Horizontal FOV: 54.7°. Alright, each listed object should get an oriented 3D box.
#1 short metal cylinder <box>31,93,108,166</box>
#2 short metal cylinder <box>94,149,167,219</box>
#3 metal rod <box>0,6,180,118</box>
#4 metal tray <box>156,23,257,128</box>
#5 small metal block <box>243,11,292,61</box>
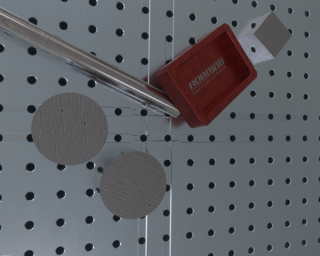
[{"bbox_3d":[-0.105,0.001,0.361,0.081,0.050,0.079,0,90,-20],"label":"short metal cylinder"},{"bbox_3d":[-0.038,0.067,0.386,0.081,0.050,0.079,0,90,-20],"label":"short metal cylinder"},{"bbox_3d":[-0.103,-0.086,0.374,0.302,0.025,0.025,25,82,-19],"label":"metal rod"},{"bbox_3d":[0.067,-0.072,0.420,0.131,0.030,0.090,-42,104,-28],"label":"metal tray"},{"bbox_3d":[0.165,-0.140,0.474,0.050,0.025,0.050,43,76,-15],"label":"small metal block"}]
